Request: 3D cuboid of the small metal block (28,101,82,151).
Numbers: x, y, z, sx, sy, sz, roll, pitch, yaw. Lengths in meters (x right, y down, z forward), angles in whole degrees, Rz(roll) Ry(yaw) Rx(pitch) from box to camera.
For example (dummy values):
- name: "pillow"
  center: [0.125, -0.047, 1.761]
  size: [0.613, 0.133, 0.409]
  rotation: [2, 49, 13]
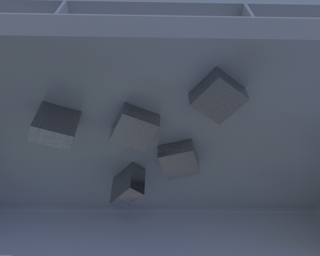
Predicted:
- name: "small metal block"
  center: [-0.130, -0.003, 0.389]
  size: [0.050, 0.050, 0.025]
  rotation: [16, 128, -13]

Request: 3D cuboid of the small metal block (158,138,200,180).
- name: "small metal block"
  center: [0.028, 0.046, 0.448]
  size: [0.050, 0.025, 0.050]
  rotation: [-12, 129, 10]

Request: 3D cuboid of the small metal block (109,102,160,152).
- name: "small metal block"
  center: [-0.033, 0.000, 0.408]
  size: [0.050, 0.025, 0.050]
  rotation: [20, 127, -16]

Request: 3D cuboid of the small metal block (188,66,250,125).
- name: "small metal block"
  center: [0.071, -0.038, 0.377]
  size: [0.050, 0.025, 0.050]
  rotation: [31, 124, -24]

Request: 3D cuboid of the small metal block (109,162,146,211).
- name: "small metal block"
  center: [-0.048, 0.087, 0.466]
  size: [0.025, 0.050, 0.050]
  rotation: [34, 122, -25]
